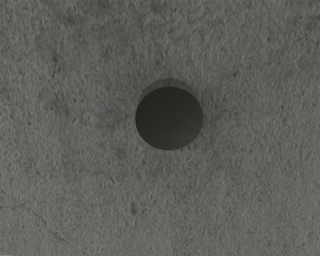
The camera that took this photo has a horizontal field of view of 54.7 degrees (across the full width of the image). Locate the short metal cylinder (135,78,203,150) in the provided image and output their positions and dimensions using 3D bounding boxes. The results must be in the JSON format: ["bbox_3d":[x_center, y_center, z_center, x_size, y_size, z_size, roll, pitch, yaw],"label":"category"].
[{"bbox_3d":[0.011,-0.018,0.390,0.081,0.050,0.079,0,110,-1],"label":"short metal cylinder"}]
